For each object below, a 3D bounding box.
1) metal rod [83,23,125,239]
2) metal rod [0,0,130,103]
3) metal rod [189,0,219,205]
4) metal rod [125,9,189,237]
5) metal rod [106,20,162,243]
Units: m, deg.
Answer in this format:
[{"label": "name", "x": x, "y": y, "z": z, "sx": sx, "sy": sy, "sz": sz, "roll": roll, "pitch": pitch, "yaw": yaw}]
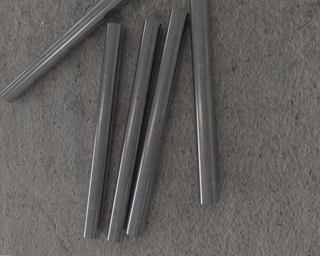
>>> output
[{"label": "metal rod", "x": -0.079, "y": 0.006, "z": 0.436, "sx": 0.025, "sy": 0.025, "sz": 0.298, "roll": 8, "pitch": 93, "yaw": 20}, {"label": "metal rod", "x": -0.126, "y": -0.133, "z": 0.453, "sx": 0.300, "sy": 0.025, "sz": 0.025, "roll": -35, "pitch": 79, "yaw": 16}, {"label": "metal rod", "x": 0.054, "y": -0.056, "z": 0.389, "sx": 0.025, "sy": 0.025, "sz": 0.298, "roll": -3, "pitch": 89, "yaw": 20}, {"label": "metal rod", "x": -0.005, "y": -0.003, "z": 0.410, "sx": 0.025, "sy": 0.025, "sz": 0.298, "roll": 13, "pitch": 94, "yaw": 19}, {"label": "metal rod", "x": -0.036, "y": 0.007, "z": 0.421, "sx": 0.025, "sy": 0.025, "sz": 0.298, "roll": 12, "pitch": 94, "yaw": 19}]
